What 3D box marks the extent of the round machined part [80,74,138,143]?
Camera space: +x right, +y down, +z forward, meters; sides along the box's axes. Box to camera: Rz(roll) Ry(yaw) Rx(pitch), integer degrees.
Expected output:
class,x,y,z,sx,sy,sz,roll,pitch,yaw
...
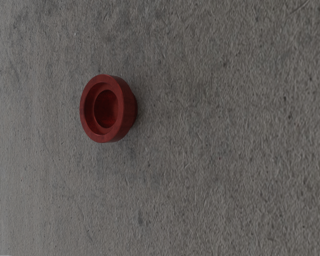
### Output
class,x,y,z,sx,sy,sz,roll,pitch,yaw
round machined part,-0.071,-0.028,0.454,0.098,0.042,0.097,0,90,40
